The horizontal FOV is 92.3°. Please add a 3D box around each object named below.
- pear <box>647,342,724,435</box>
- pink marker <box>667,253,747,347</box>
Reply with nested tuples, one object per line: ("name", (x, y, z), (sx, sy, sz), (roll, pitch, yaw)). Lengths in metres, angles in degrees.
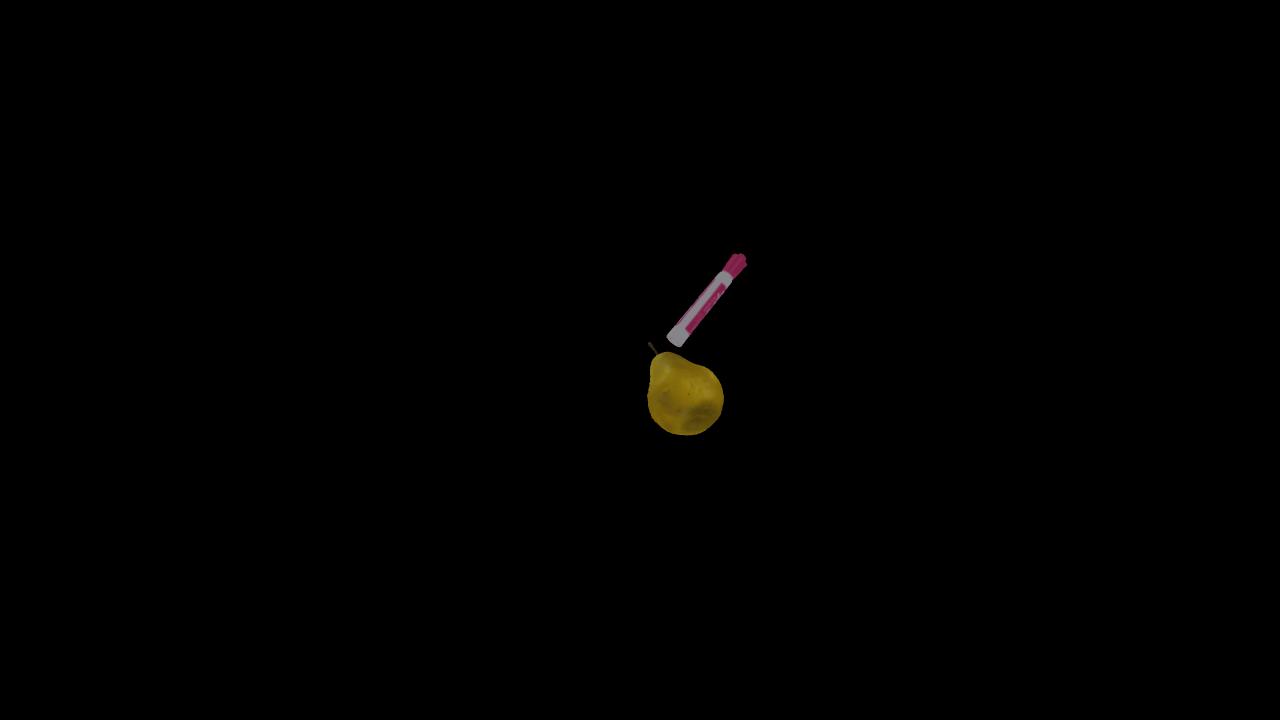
("pear", (0.040, 0.025, 0.647), (0.080, 0.080, 0.111), (0, 43, -22))
("pink marker", (0.071, -0.064, 0.635), (0.020, 0.121, 0.020), (37, -13, 10))
